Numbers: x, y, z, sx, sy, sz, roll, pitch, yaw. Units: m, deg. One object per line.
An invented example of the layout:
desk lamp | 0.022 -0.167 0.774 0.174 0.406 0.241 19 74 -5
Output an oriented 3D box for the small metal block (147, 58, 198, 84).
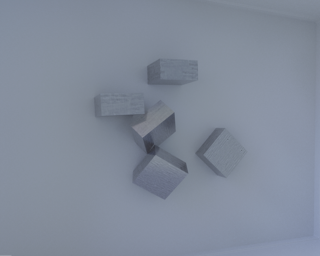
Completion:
small metal block | 0.015 -0.072 0.403 0.050 0.050 0.025 -2 91 -20

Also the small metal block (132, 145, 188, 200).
small metal block | 0.000 0.057 0.399 0.050 0.025 0.050 32 111 -18

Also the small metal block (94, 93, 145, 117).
small metal block | -0.051 -0.028 0.378 0.050 0.050 0.025 -4 92 -20

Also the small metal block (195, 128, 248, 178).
small metal block | 0.088 0.035 0.443 0.050 0.025 0.050 45 76 -15

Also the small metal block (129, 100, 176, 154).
small metal block | -0.008 0.000 0.392 0.050 0.050 0.025 -39 65 -16
